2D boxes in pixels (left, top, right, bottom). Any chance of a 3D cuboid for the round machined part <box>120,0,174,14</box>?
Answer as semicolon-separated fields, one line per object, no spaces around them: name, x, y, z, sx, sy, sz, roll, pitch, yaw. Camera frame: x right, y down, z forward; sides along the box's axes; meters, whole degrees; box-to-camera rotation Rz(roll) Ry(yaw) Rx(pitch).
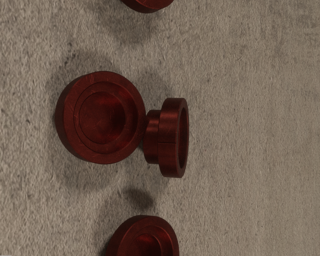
round machined part;-0.026;-0.188;0.373;0.099;0.042;0.097;0;90;-40

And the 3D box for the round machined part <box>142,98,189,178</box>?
round machined part;0.008;0.011;0.382;0.098;0.042;0.097;1;91;-77

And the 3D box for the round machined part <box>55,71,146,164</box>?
round machined part;-0.067;-0.011;0.339;0.099;0.042;0.097;0;91;-39

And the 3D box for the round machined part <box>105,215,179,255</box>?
round machined part;-0.025;0.154;0.368;0.099;0.042;0.098;10;75;-43
